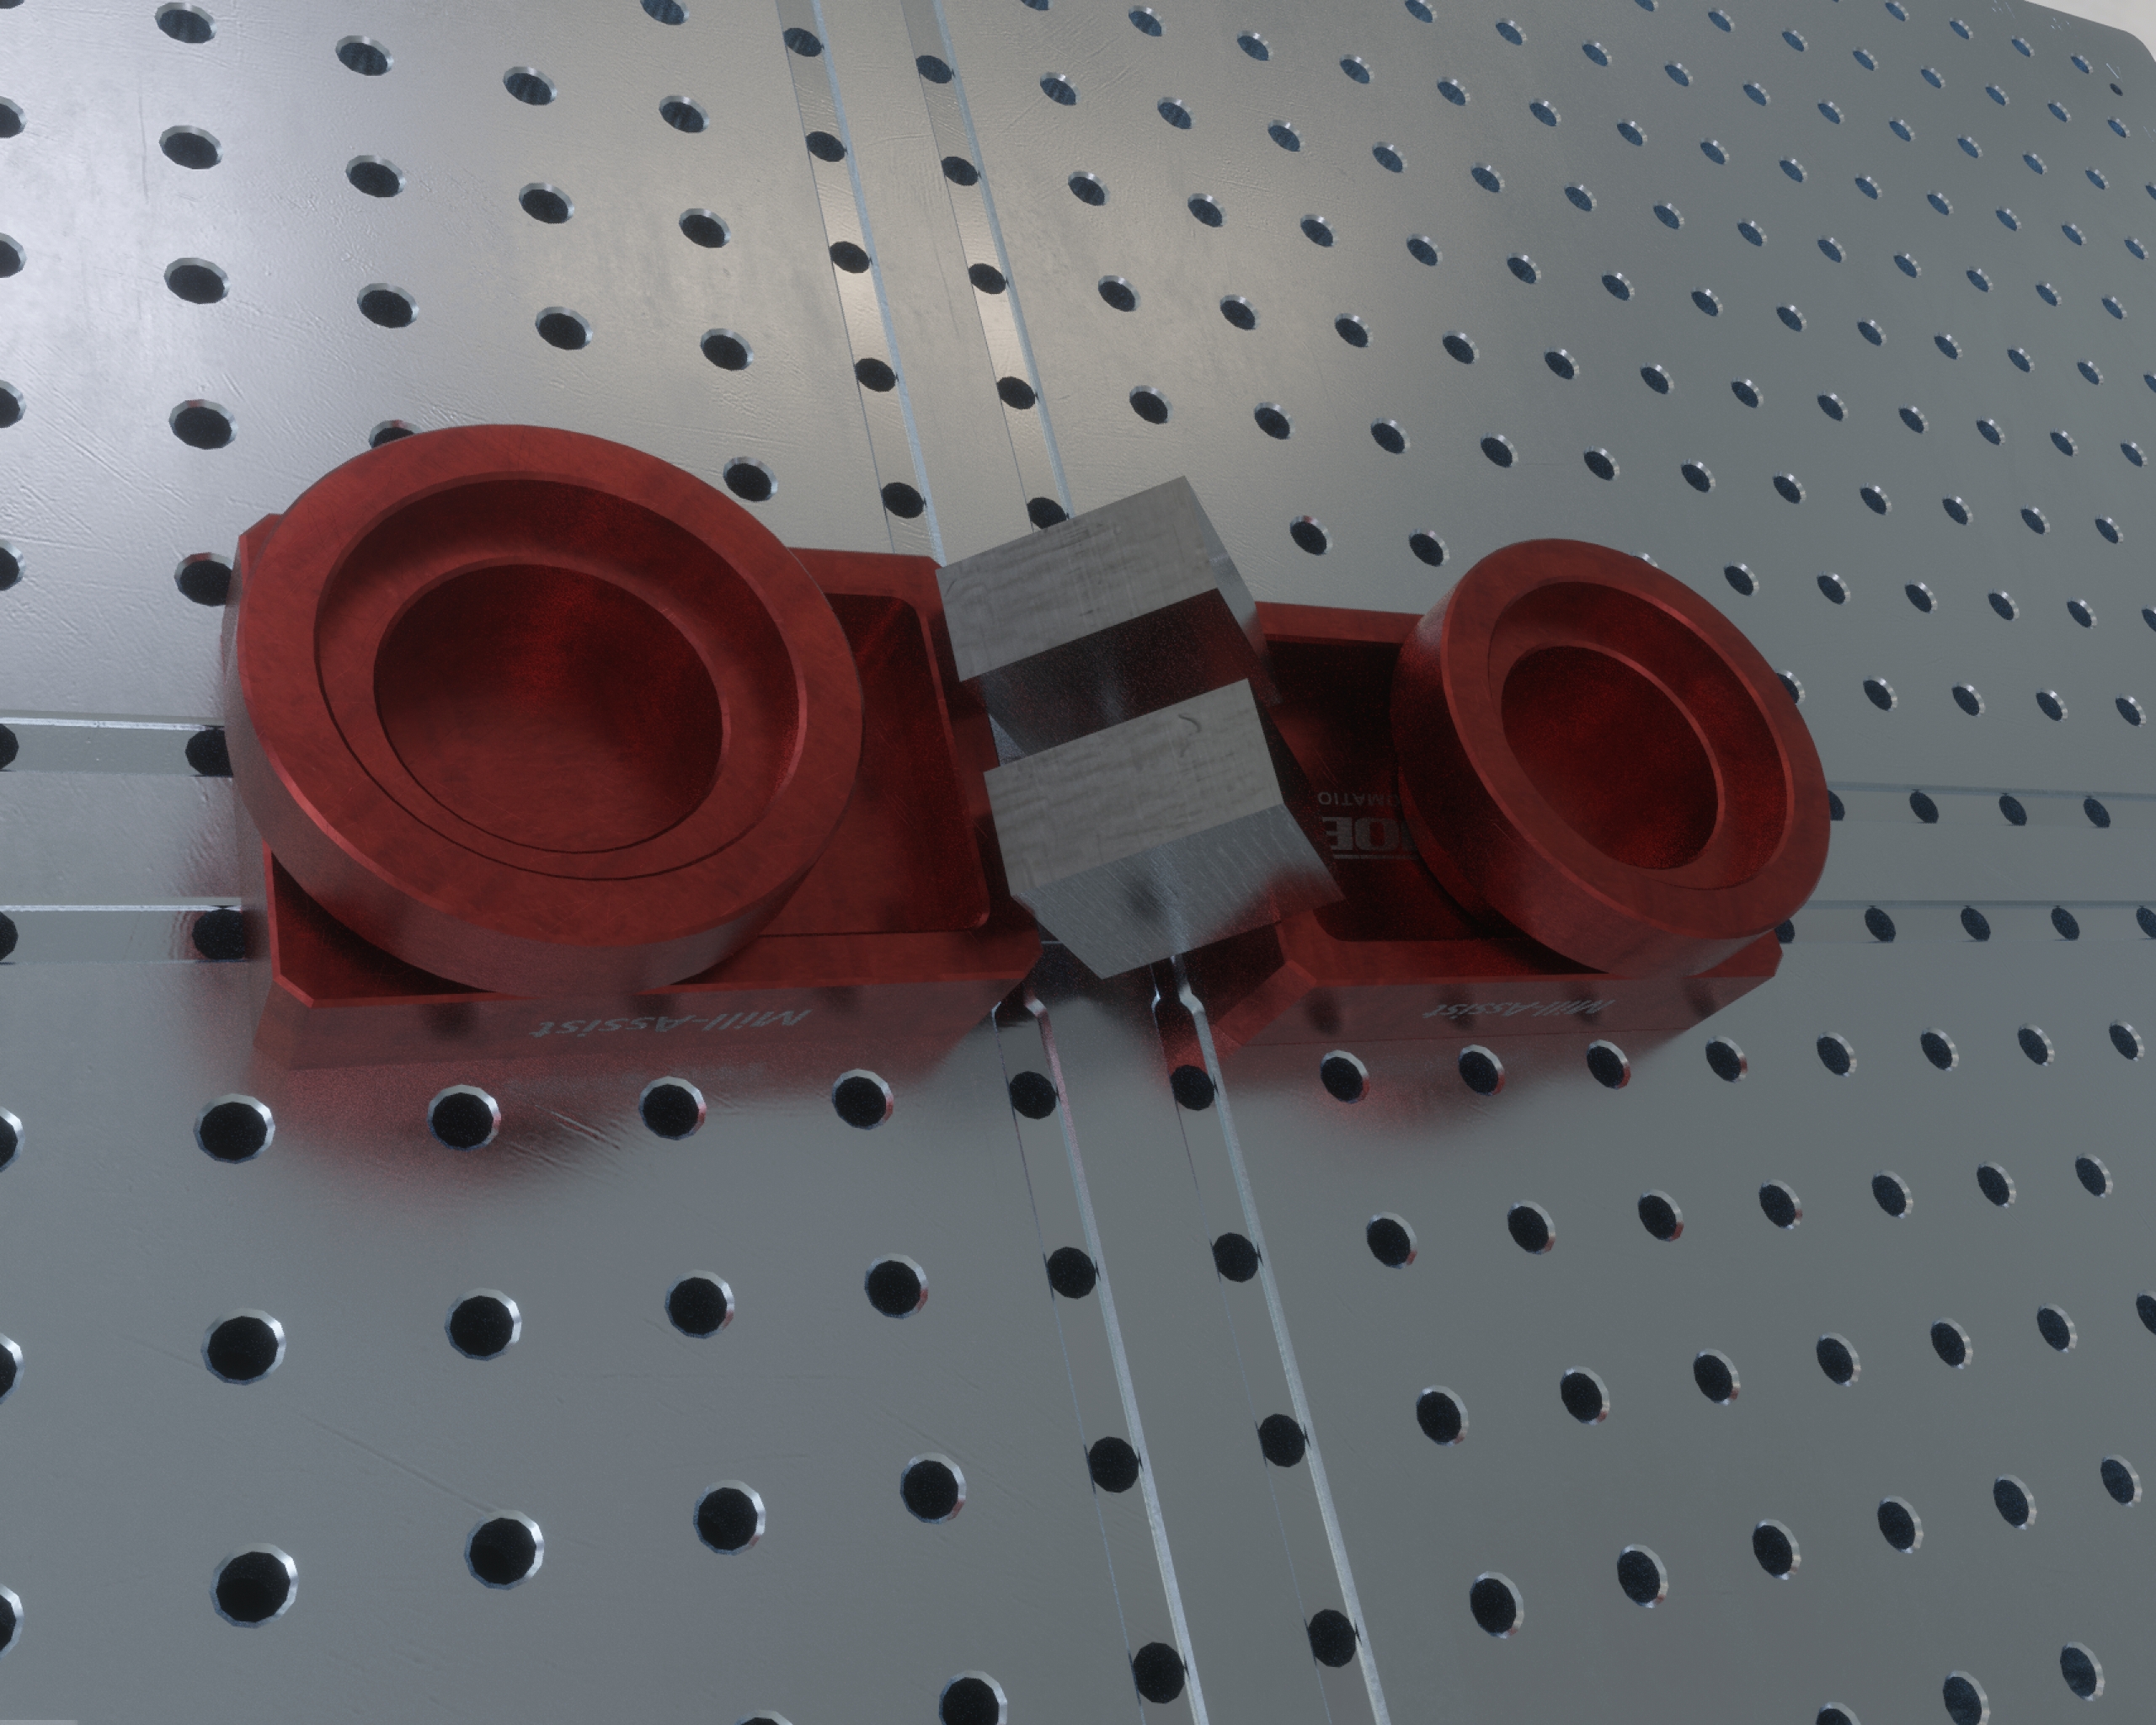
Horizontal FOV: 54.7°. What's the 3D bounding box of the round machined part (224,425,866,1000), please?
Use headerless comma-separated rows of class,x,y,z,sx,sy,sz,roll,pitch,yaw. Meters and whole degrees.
round machined part,-0.089,-0.021,0.346,0.099,0.042,0.098,14,56,-21

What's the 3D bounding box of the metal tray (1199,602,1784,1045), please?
metal tray,0.083,-0.009,0.455,0.131,0.030,0.090,1,62,-28

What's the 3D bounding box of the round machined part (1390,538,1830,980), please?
round machined part,0.109,-0.018,0.451,0.099,0.042,0.098,14,56,-21

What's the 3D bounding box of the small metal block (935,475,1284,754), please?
small metal block,0.007,-0.044,0.404,0.050,0.050,0.025,-19,65,12

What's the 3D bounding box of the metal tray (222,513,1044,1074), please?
metal tray,-0.078,-0.013,0.372,0.131,0.030,0.090,-1,64,-29

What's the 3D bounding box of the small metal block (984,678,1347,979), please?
small metal block,0.017,-0.005,0.385,0.050,0.050,0.025,-19,65,12
